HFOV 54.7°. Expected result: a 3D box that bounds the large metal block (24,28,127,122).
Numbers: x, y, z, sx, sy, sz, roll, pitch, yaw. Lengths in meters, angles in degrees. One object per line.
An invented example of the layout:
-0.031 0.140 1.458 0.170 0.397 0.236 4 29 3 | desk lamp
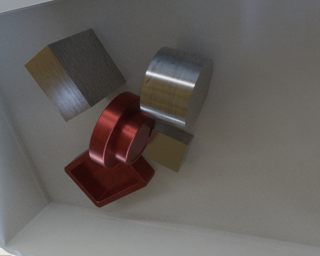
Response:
-0.100 -0.067 0.383 0.050 0.080 0.080 -24 106 36 | large metal block

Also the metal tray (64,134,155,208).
-0.083 0.068 0.488 0.130 0.030 0.090 -32 101 38 | metal tray

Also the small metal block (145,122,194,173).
0.012 0.025 0.416 0.050 0.025 0.050 25 127 12 | small metal block

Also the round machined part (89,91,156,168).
-0.040 0.007 0.385 0.042 0.098 0.097 27 128 14 | round machined part

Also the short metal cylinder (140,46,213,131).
0.020 -0.042 0.336 0.050 0.080 0.079 20 126 16 | short metal cylinder
